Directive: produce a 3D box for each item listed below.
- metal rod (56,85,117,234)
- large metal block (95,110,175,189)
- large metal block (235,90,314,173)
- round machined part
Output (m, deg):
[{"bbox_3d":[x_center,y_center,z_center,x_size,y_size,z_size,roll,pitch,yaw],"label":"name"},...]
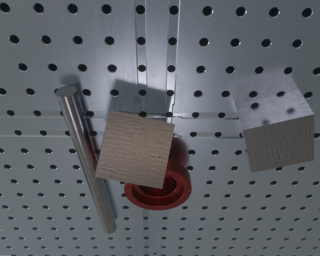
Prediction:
[{"bbox_3d":[-0.102,0.069,0.469,0.025,0.025,0.298,-3,130,2],"label":"metal rod"},{"bbox_3d":[-0.033,0.027,0.391,0.081,0.080,0.050,13,173,-11],"label":"large metal block"},{"bbox_3d":[0.149,0.006,0.402,0.080,0.050,0.080,-14,129,11],"label":"large metal block"},{"bbox_3d":[-0.003,0.079,0.468,0.099,0.042,0.097,0,130,0],"label":"round machined part"}]
